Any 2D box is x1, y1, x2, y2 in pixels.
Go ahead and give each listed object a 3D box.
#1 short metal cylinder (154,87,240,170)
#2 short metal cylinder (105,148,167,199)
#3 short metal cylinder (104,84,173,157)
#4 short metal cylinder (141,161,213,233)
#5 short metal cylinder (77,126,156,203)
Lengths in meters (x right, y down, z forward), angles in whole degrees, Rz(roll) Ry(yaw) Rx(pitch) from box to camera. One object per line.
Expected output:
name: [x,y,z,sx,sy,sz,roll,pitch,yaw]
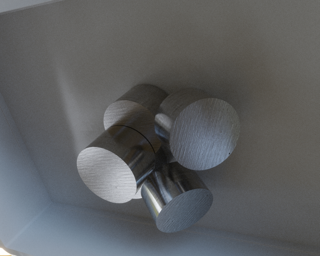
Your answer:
short metal cylinder: [0.040,0.000,0.342,0.081,0.050,0.079,-7,111,-17]
short metal cylinder: [-0.038,0.054,0.443,0.080,0.050,0.079,13,124,20]
short metal cylinder: [-0.024,-0.009,0.395,0.080,0.050,0.079,13,124,20]
short metal cylinder: [0.022,0.090,0.405,0.050,0.081,0.079,54,144,44]
short metal cylinder: [-0.052,0.044,0.377,0.080,0.050,0.079,13,124,20]
